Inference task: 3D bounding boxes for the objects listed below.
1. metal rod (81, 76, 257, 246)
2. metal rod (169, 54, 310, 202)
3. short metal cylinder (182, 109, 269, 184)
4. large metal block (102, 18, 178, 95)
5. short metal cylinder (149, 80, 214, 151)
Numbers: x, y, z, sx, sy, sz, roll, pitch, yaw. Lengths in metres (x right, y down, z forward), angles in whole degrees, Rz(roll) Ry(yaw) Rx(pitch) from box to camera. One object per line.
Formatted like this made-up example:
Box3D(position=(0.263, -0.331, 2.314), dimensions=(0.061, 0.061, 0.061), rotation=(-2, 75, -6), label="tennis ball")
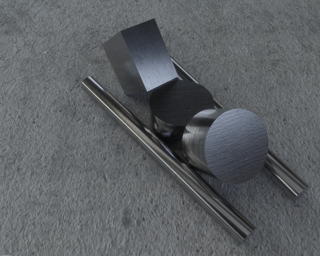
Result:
Box3D(position=(-0.008, 0.022, 0.385), dimensions=(0.025, 0.025, 0.300), rotation=(-33, 58, -25), label="metal rod")
Box3D(position=(0.077, -0.024, 0.425), dimensions=(0.025, 0.025, 0.300), rotation=(-26, 55, -20), label="metal rod")
Box3D(position=(0.072, 0.018, 0.346), dimensions=(0.081, 0.080, 0.050), rotation=(-25, 12, -20), label="short metal cylinder")
Box3D(position=(-0.029, -0.094, 0.428), dimensions=(0.050, 0.080, 0.080), rotation=(-29, 14, -23), label="large metal block")
Box3D(position=(0.027, -0.017, 0.403), dimensions=(0.081, 0.050, 0.080), rotation=(0, 50, 0), label="short metal cylinder")
